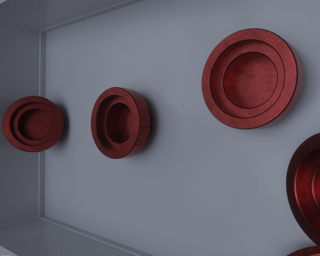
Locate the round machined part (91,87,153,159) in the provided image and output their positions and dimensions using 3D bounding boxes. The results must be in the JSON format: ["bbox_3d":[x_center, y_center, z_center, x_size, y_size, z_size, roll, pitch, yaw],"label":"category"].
[{"bbox_3d":[-0.049,-0.007,0.434,0.098,0.042,0.097,0,90,39],"label":"round machined part"}]

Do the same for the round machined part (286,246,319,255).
[{"bbox_3d":[0.141,0.148,0.251,0.098,0.099,0.042,-6,114,39],"label":"round machined part"}]

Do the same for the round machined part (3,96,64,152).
[{"bbox_3d":[-0.221,-0.005,0.551,0.042,0.099,0.097,154,111,-78],"label":"round machined part"}]

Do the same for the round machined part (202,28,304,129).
[{"bbox_3d":[0.095,-0.047,0.316,0.098,0.042,0.097,0,90,39],"label":"round machined part"}]

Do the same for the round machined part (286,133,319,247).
[{"bbox_3d":[0.155,0.051,0.251,0.098,0.042,0.097,-179,90,-66],"label":"round machined part"}]
